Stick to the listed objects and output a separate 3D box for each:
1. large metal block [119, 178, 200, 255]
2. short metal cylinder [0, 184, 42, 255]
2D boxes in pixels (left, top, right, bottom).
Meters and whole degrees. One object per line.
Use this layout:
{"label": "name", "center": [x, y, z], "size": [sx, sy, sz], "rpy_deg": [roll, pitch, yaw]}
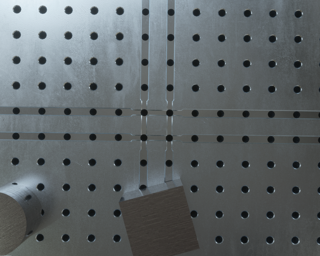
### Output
{"label": "large metal block", "center": [-0.001, 0.118, 0.401], "size": [0.080, 0.050, 0.080], "rpy_deg": [-15, 90, 0]}
{"label": "short metal cylinder", "center": [-0.202, 0.116, 0.399], "size": [0.081, 0.050, 0.079], "rpy_deg": [0, 90, 0]}
